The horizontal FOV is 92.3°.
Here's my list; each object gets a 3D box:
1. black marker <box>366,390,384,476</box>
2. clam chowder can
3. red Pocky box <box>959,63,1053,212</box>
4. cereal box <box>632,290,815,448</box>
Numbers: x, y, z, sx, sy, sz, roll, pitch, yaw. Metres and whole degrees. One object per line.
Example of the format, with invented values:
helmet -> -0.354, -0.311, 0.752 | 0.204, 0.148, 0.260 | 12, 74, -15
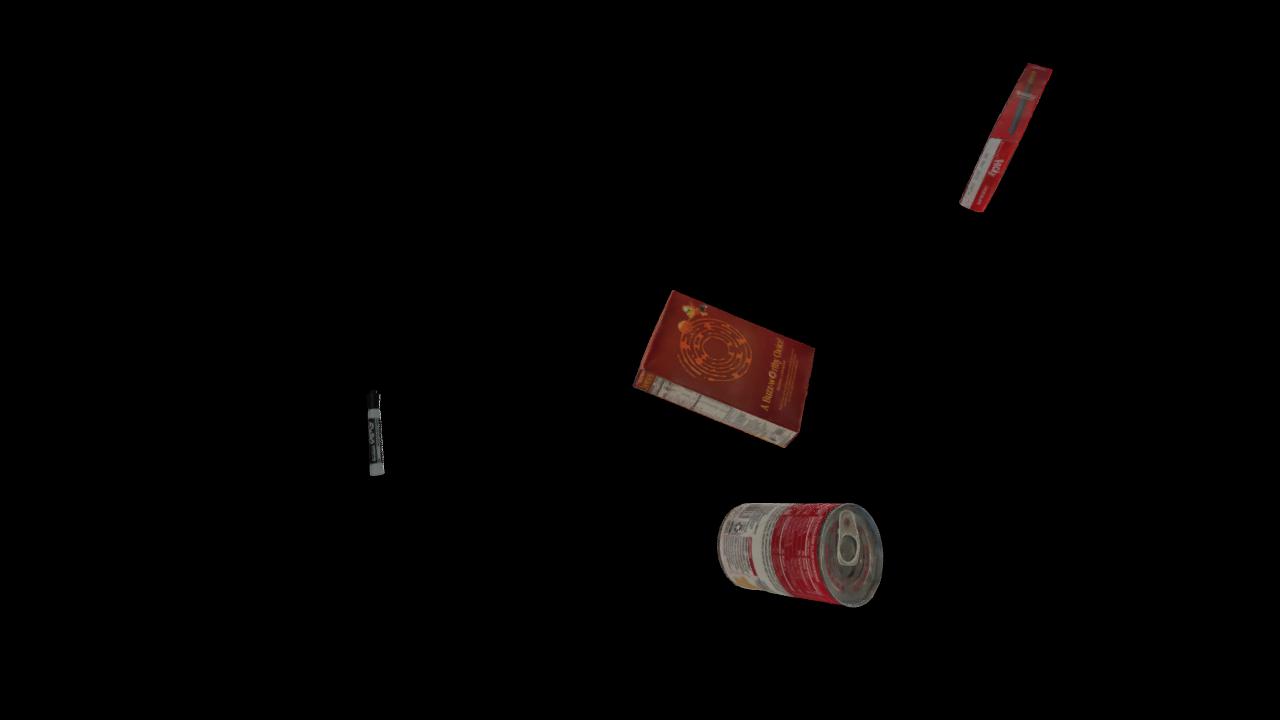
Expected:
black marker -> -0.374, 0.102, 0.867 | 0.020, 0.121, 0.020 | -9, -14, -2
clam chowder can -> 0.114, 0.139, 0.451 | 0.068, 0.068, 0.102 | 0, -10, -36
red Pocky box -> 0.375, -0.229, 0.630 | 0.028, 0.155, 0.083 | 25, -32, 22
cereal box -> 0.162, 0.013, 1.153 | 0.306, 0.203, 0.081 | 21, -35, 0
